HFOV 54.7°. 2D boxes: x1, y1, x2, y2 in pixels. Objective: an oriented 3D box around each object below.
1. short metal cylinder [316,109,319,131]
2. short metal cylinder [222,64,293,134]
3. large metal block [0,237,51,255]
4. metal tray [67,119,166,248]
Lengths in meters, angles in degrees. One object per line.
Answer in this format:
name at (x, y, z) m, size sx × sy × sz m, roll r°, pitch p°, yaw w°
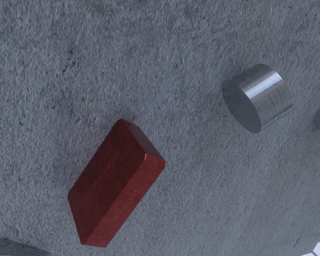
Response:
short metal cylinder at (0.324, -0.007, 0.545) m, size 0.080 × 0.080 × 0.050 m, roll -43°, pitch 129°, yaw 1°
short metal cylinder at (0.129, -0.039, 0.418) m, size 0.050 × 0.080 × 0.080 m, roll -32°, pitch 129°, yaw -8°
large metal block at (-0.199, 0.201, 0.406) m, size 0.080 × 0.050 × 0.080 m, roll -45°, pitch 129°, yaw 3°
metal tray at (-0.058, 0.064, 0.373) m, size 0.030 × 0.090 × 0.130 m, roll 27°, pitch 103°, yaw -38°
